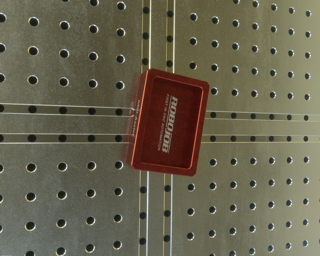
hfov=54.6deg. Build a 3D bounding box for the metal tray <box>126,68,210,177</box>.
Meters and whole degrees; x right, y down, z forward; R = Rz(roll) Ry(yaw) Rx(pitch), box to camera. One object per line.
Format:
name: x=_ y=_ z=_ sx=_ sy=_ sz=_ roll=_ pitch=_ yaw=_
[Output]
metal tray: x=0.011 y=-0.006 z=0.413 sx=0.091 sy=0.030 sz=0.129 roll=10 pitch=87 yaw=-20
